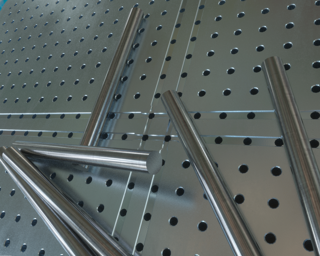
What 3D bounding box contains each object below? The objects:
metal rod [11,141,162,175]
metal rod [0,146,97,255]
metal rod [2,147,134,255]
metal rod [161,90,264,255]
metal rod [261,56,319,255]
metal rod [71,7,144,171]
[{"bbox_3d":[-0.120,0.034,0.417,0.300,0.025,0.025,1,62,40],"label":"metal rod"},{"bbox_3d":[-0.164,0.104,0.431,0.300,0.025,0.025,32,79,38],"label":"metal rod"},{"bbox_3d":[-0.120,0.101,0.395,0.300,0.025,0.025,29,78,33],"label":"metal rod"},{"bbox_3d":[0.060,0.065,0.337,0.025,0.025,0.300,-30,52,9],"label":"metal rod"},{"bbox_3d":[0.144,0.046,0.304,0.025,0.025,0.300,-15,55,20],"label":"metal rod"},{"bbox_3d":[-0.077,-0.076,0.496,0.025,0.025,0.300,1,62,29],"label":"metal rod"}]
